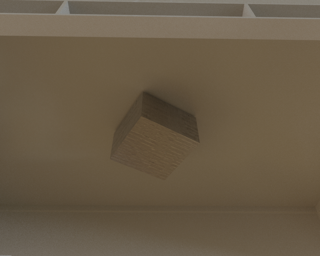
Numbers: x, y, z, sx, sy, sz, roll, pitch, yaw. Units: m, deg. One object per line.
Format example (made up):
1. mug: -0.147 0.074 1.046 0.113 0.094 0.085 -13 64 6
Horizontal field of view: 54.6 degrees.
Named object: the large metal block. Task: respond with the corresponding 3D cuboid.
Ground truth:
1. large metal block: -0.008 0.013 0.399 0.080 0.050 0.080 25 125 -20
